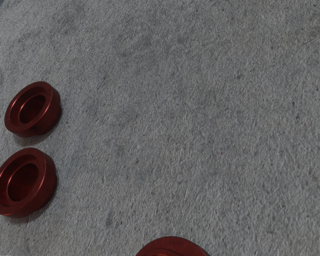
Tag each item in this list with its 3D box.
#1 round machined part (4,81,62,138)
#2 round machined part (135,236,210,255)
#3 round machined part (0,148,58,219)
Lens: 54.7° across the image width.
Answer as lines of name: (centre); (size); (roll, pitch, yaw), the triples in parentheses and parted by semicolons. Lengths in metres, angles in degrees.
round machined part: (-0.205, -0.026, 0.517); (0.098, 0.042, 0.098); (-13, 56, 21)
round machined part: (0.007, 0.154, 0.295); (0.098, 0.042, 0.098); (-13, 56, 21)
round machined part: (-0.188, 0.081, 0.442); (0.098, 0.042, 0.098); (-13, 56, 21)
